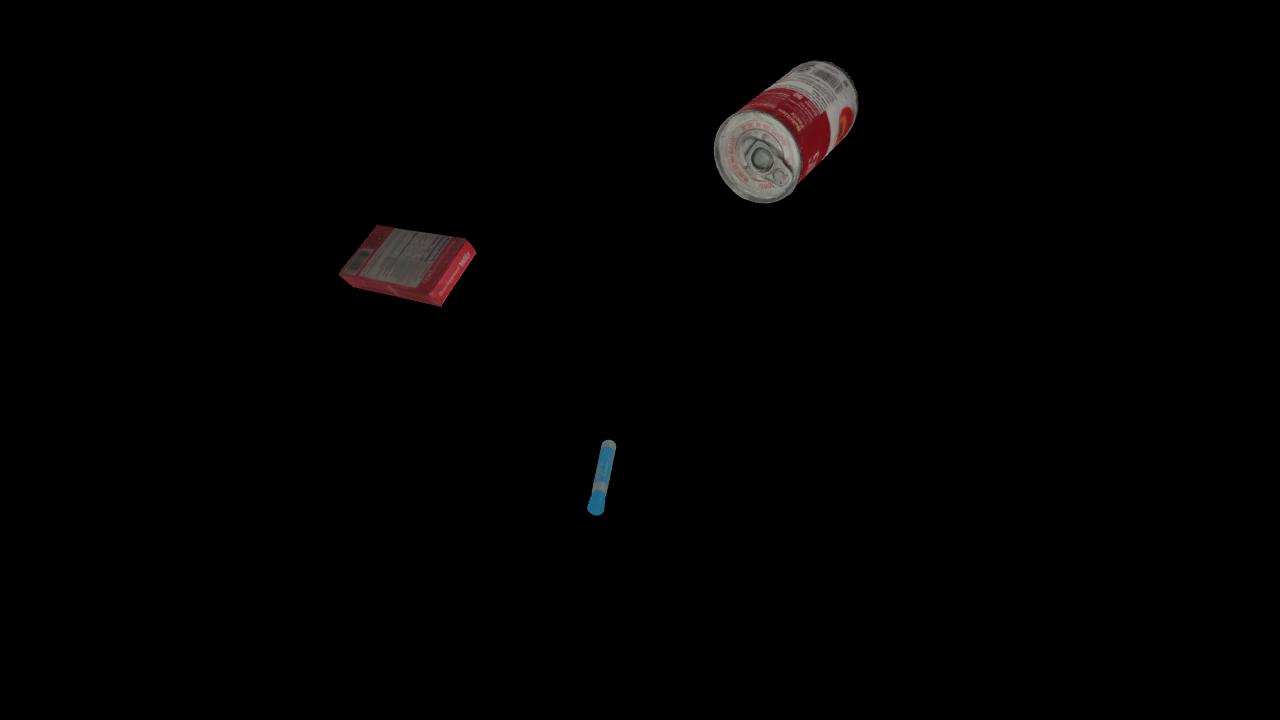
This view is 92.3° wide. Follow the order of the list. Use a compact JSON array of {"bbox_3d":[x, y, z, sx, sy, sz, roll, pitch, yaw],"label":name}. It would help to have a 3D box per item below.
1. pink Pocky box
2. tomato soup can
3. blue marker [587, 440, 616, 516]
[{"bbox_3d":[-0.278,-0.115,0.736,0.155,0.084,0.029,13,-27,26],"label":"pink Pocky box"},{"bbox_3d":[0.108,-0.168,0.449,0.068,0.068,0.101,0,38,47],"label":"tomato soup can"},{"bbox_3d":[-0.044,0.136,0.715,0.020,0.020,0.121,0,29,5],"label":"blue marker"}]
